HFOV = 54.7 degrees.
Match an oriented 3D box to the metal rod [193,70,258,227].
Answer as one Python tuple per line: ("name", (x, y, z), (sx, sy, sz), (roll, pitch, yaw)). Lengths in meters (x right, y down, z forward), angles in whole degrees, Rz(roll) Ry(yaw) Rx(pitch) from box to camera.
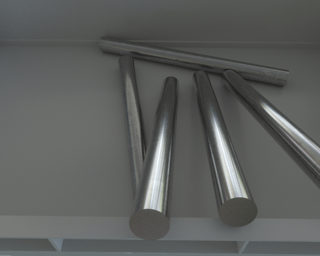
("metal rod", (0.056, -0.010, 0.336), (0.025, 0.025, 0.300), (2, 26, 1))

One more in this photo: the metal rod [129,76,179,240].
("metal rod", (0.005, -0.003, 0.326), (0.025, 0.025, 0.301), (4, 25, 3))

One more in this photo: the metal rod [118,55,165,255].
("metal rod", (-0.031, 0.008, 0.397), (0.025, 0.025, 0.300), (-7, 50, -6))

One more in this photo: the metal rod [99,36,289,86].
("metal rod", (0.047, -0.109, 0.496), (0.301, 0.025, 0.025), (13, 51, 10))

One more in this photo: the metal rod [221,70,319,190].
("metal rod", (0.120, -0.011, 0.338), (0.025, 0.025, 0.300), (-5, 26, -4))
